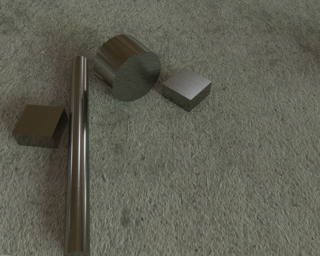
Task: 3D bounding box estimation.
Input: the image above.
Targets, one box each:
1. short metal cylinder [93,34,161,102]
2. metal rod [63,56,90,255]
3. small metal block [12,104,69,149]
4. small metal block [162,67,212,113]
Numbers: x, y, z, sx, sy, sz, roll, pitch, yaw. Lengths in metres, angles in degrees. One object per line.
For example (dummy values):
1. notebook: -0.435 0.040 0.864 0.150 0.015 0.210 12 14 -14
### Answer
1. short metal cylinder: -0.046 -0.084 0.437 0.081 0.080 0.050 -30 57 -23
2. metal rod: -0.103 0.010 0.393 0.025 0.025 0.300 -7 50 -6
3. small metal block: -0.154 -0.002 0.403 0.050 0.025 0.050 5 50 3
4. small metal block: 0.039 -0.057 0.452 0.050 0.025 0.050 34 57 24
